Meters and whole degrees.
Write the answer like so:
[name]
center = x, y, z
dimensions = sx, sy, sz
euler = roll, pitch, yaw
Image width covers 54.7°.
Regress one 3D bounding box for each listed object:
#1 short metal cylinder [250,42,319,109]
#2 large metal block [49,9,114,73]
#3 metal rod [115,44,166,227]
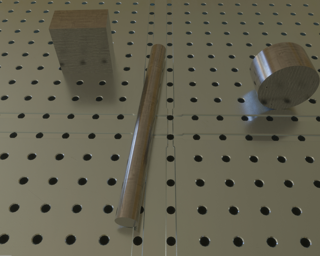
[short metal cylinder]
center = 0.172, -0.072, 0.433
dimensions = 0.081, 0.080, 0.050
euler = -1, 50, -1
[large metal block]
center = -0.118, -0.135, 0.484
dimensions = 0.081, 0.080, 0.050
euler = -2, 50, -2
[metal rod]
center = -0.019, -0.015, 0.420
dimensions = 0.025, 0.025, 0.300
euler = 5, 50, 4
